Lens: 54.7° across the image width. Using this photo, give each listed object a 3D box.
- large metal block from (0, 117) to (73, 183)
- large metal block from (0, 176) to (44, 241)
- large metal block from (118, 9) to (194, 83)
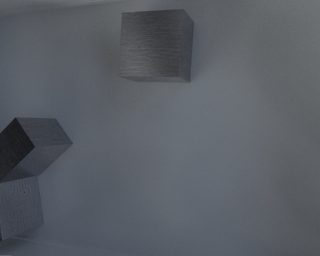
[{"bbox_3d":[-0.190,0.030,0.448,0.080,0.080,0.050,-41,77,15],"label":"large metal block"},{"bbox_3d":[-0.226,0.115,0.461,0.050,0.080,0.080,-11,87,20],"label":"large metal block"},{"bbox_3d":[-0.004,-0.102,0.399,0.080,0.050,0.079,4,92,20],"label":"large metal block"}]
